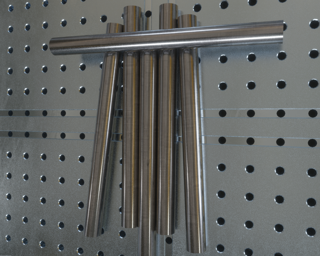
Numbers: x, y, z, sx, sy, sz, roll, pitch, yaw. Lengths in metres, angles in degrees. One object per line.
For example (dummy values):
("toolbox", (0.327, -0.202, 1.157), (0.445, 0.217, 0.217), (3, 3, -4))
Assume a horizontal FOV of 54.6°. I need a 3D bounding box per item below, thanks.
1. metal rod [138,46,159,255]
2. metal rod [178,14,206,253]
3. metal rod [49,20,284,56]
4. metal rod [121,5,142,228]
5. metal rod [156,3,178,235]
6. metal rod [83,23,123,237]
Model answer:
("metal rod", (-0.016, 0.041, 0.418), (0.025, 0.025, 0.298), (1, 91, 20))
("metal rod", (0.041, 0.007, 0.399), (0.025, 0.025, 0.298), (-3, 89, 20))
("metal rod", (-0.007, -0.110, 0.389), (0.301, 0.025, 0.025), (2, 91, 20))
("metal rod", (-0.039, -0.015, 0.427), (0.025, 0.025, 0.298), (1, 90, 20))
("metal rod", (0.010, -0.011, 0.411), (0.025, 0.025, 0.298), (1, 90, 20))
("metal rod", (-0.079, 0.004, 0.440), (0.025, 0.025, 0.298), (8, 93, 20))
